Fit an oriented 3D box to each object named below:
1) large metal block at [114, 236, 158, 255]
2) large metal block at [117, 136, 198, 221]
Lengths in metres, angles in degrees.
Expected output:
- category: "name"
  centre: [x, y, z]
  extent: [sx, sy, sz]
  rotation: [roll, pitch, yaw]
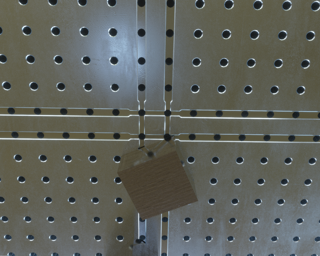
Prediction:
- category: "large metal block"
  centre: [-0.048, 0.228, 0.468]
  extent: [0.050, 0.080, 0.080]
  rotation: [40, 105, -14]
- category: "large metal block"
  centre: [-0.002, 0.068, 0.425]
  extent: [0.080, 0.050, 0.080]
  rotation: [-21, 109, 7]
